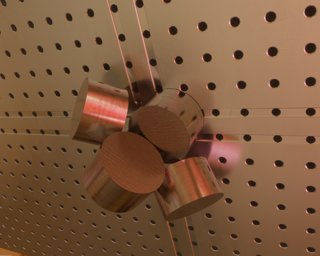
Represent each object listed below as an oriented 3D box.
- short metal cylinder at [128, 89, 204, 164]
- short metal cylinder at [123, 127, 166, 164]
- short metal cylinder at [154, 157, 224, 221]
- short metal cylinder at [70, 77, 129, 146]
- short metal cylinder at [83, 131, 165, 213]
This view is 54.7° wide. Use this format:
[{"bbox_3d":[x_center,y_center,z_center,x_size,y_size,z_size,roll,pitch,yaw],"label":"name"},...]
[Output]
[{"bbox_3d":[0.008,-0.002,0.387,0.080,0.050,0.079,13,124,20],"label":"short metal cylinder"},{"bbox_3d":[-0.035,0.043,0.438,0.080,0.050,0.079,13,124,20],"label":"short metal cylinder"},{"bbox_3d":[0.034,0.078,0.396,0.080,0.081,0.050,-47,56,39],"label":"short metal cylinder"},{"bbox_3d":[-0.079,-0.019,0.395,0.050,0.080,0.080,15,133,-23],"label":"short metal cylinder"},{"bbox_3d":[-0.041,0.051,0.361,0.080,0.080,0.050,41,129,-1],"label":"short metal cylinder"}]
